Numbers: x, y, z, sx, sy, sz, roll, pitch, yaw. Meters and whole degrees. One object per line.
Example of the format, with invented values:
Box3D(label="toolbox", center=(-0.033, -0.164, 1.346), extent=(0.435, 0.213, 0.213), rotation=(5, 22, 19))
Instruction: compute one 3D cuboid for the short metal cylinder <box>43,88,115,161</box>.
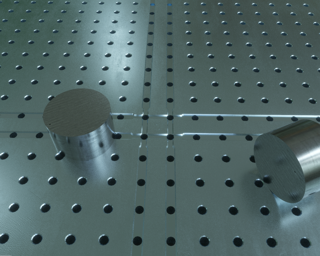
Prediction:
Box3D(label="short metal cylinder", center=(-0.100, -0.005, 0.395), extent=(0.081, 0.050, 0.080), rotation=(0, 50, 0))

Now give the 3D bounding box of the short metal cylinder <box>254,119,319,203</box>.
Box3D(label="short metal cylinder", center=(0.150, 0.036, 0.343), extent=(0.050, 0.080, 0.080), rotation=(-19, 53, -15))
